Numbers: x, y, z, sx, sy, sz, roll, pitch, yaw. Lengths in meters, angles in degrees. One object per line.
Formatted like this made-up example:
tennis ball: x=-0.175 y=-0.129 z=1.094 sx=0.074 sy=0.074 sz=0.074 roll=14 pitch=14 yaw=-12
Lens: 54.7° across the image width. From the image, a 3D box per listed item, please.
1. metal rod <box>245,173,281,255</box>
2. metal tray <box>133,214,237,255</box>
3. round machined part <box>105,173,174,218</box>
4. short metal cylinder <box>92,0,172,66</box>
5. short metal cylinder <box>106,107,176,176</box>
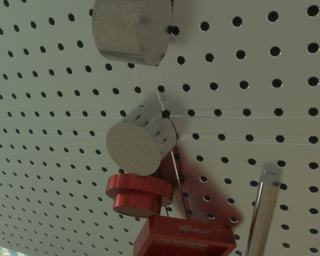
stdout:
metal rod: x=0.138 y=0.191 z=0.456 sx=0.025 sy=0.025 sz=0.298 roll=12 pitch=124 yaw=21
metal tray: x=0.034 y=0.174 z=0.459 sx=0.131 sy=0.030 sz=0.089 roll=13 pitch=130 yaw=-14
round machined part: x=-0.031 y=0.103 z=0.450 sx=0.099 sy=0.042 sz=0.098 roll=6 pitch=153 yaw=4
short metal cylinder: x=-0.026 y=-0.108 z=0.323 sx=0.050 sy=0.080 sz=0.079 roll=13 pitch=124 yaw=21
short metal cylinder: x=-0.025 y=0.017 z=0.417 sx=0.080 sy=0.050 sz=0.079 roll=13 pitch=122 yaw=22
